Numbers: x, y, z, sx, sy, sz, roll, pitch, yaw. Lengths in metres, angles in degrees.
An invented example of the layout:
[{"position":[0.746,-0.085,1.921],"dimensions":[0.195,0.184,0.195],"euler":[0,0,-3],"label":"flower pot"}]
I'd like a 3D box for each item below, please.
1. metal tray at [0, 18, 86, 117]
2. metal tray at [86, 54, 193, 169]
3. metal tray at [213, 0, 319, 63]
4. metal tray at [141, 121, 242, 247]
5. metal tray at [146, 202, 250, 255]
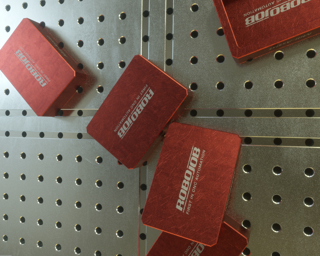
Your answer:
[{"position":[-0.185,-0.091,0.473],"dimensions":[0.090,0.030,0.130],"euler":[-46,76,14],"label":"metal tray"},{"position":[-0.029,-0.021,0.419],"dimensions":[0.090,0.030,0.129],"euler":[39,102,15],"label":"metal tray"},{"position":[0.136,-0.142,0.361],"dimensions":[0.130,0.030,0.090],"euler":[-19,84,18],"label":"metal tray"},{"position":[0.040,0.064,0.374],"dimensions":[0.090,0.030,0.130],"euler":[12,76,19],"label":"metal tray"},{"position":[0.040,0.160,0.395],"dimensions":[0.090,0.030,0.129],"euler":[35,101,16],"label":"metal tray"}]
